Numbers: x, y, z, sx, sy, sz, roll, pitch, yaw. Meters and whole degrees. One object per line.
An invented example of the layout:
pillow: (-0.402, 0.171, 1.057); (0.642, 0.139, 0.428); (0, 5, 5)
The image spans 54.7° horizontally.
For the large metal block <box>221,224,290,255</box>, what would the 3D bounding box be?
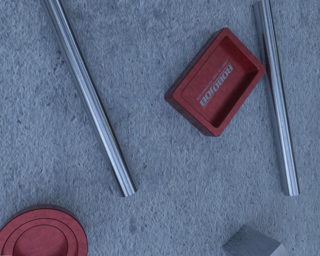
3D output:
large metal block: (0.146, 0.194, 0.436); (0.050, 0.080, 0.080); (-38, 103, -16)

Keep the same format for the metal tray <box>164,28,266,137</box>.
metal tray: (0.079, -0.063, 0.436); (0.090, 0.030, 0.130); (41, 77, -16)

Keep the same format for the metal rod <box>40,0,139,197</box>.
metal rod: (-0.092, -0.056, 0.375); (0.025, 0.025, 0.298); (-23, 98, -19)

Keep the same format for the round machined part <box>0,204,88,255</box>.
round machined part: (-0.135, 0.134, 0.351); (0.099, 0.042, 0.097); (0, 90, -21)

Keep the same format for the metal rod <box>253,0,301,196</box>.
metal rod: (0.181, -0.043, 0.477); (0.025, 0.025, 0.298); (-12, 94, -20)
